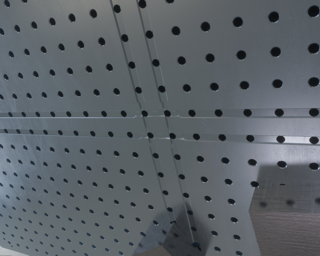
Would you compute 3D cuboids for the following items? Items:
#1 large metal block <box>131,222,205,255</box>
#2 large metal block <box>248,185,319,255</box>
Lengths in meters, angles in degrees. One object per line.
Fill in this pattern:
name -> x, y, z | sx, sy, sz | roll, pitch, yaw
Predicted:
large metal block -> 0.014, 0.215, 0.521 | 0.080, 0.050, 0.080 | 49, 129, -7
large metal block -> 0.163, 0.117, 0.382 | 0.080, 0.050, 0.080 | -7, 115, 31
